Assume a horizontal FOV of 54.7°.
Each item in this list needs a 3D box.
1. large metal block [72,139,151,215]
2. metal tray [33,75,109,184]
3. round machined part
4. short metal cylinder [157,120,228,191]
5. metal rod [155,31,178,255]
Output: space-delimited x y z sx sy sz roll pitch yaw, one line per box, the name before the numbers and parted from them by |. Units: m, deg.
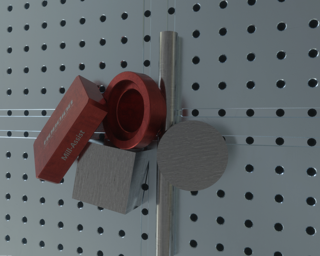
large metal block | -0.065 0.062 0.422 0.080 0.050 0.079 11 94 19
metal tray | -0.127 0.000 0.429 0.130 0.030 0.090 -53 36 12
round machined part | -0.030 -0.022 0.400 0.098 0.042 0.097 -1 88 45
short metal cylinder | 0.036 0.031 0.372 0.081 0.050 0.079 0 90 0
metal rod | 0.009 0.024 0.410 0.025 0.025 0.298 1 90 20
